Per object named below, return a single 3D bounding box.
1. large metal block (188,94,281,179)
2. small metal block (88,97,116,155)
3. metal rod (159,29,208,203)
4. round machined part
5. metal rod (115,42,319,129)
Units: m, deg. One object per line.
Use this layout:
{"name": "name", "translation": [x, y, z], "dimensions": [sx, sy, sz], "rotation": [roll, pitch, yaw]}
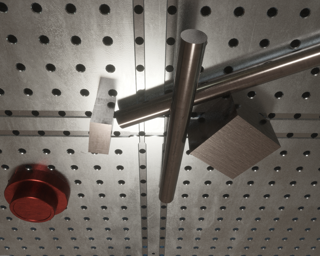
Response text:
{"name": "large metal block", "translation": [0.094, 0.012, 0.407], "dimensions": [0.080, 0.050, 0.080], "rotation": [32, 123, -25]}
{"name": "small metal block", "translation": [-0.073, -0.003, 0.392], "dimensions": [0.025, 0.050, 0.050], "rotation": [8, 130, -7]}
{"name": "metal rod", "translation": [0.021, 0.014, 0.397], "dimensions": [0.025, 0.025, 0.298], "rotation": [3, 138, -3]}
{"name": "round machined part", "translation": [-0.198, 0.115, 0.495], "dimensions": [0.099, 0.042, 0.097], "rotation": [-1, 130, 0]}
{"name": "metal rod", "translation": [0.088, -0.054, 0.366], "dimensions": [0.301, 0.025, 0.025], "rotation": [-17, 128, 13]}
